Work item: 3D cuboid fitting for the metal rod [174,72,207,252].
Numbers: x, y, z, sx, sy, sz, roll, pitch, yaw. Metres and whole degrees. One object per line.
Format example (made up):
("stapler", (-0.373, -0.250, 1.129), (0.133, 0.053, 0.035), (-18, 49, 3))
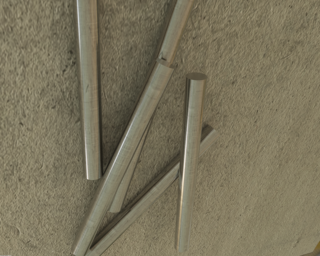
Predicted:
("metal rod", (0.039, 0.068, 0.435), (0.025, 0.025, 0.298), (-12, 124, -22))

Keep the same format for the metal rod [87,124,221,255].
("metal rod", (-0.025, 0.110, 0.460), (0.300, 0.025, 0.025), (-45, 129, 3))

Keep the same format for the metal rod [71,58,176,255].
("metal rod", (-0.056, 0.053, 0.389), (0.025, 0.025, 0.298), (10, 118, -33))

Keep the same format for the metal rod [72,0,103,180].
("metal rod", (-0.074, -0.070, 0.322), (0.025, 0.025, 0.298), (-10, 123, -23))

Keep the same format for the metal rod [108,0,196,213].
("metal rod", (-0.019, -0.019, 0.384), (0.025, 0.025, 0.298), (6, 115, -31))
